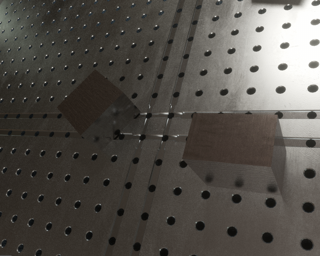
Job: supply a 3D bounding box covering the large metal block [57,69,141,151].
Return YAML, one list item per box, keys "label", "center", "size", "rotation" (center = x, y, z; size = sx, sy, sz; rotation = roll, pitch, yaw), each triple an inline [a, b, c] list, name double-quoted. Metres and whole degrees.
- label: "large metal block"
  center: [-0.090, -0.027, 0.455]
  size: [0.080, 0.050, 0.080]
  rotation: [-46, 52, -4]

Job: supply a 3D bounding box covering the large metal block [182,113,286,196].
- label: "large metal block"
  center: [0.079, 0.027, 0.314]
  size: [0.080, 0.080, 0.050]
  rotation: [2, 63, 29]
